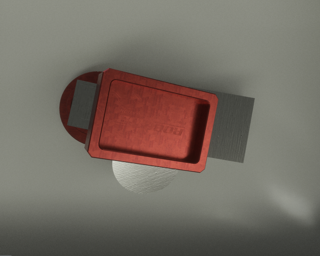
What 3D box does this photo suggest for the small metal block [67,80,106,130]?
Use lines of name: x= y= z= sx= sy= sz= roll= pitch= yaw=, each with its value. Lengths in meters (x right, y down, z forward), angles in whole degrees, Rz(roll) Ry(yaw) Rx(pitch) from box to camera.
small metal block: x=-0.081 y=-0.025 z=0.354 sx=0.025 sy=0.050 sz=0.050 roll=12 pitch=90 yaw=0

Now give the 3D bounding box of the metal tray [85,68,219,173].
metal tray: x=-0.007 y=-0.005 z=0.337 sx=0.131 sy=0.030 sz=0.089 roll=11 pitch=90 yaw=-20

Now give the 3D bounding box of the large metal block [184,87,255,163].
large metal block: x=0.068 y=-0.004 z=0.397 sx=0.080 sy=0.050 sz=0.080 roll=10 pitch=90 yaw=-1

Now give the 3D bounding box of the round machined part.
round machined part: x=-0.081 y=-0.025 z=0.400 sx=0.099 sy=0.042 sz=0.097 roll=0 pitch=90 yaw=-1

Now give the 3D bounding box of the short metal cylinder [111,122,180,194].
short metal cylinder: x=-0.020 y=0.034 z=0.385 sx=0.081 sy=0.050 sz=0.079 roll=-3 pitch=104 yaw=-12
